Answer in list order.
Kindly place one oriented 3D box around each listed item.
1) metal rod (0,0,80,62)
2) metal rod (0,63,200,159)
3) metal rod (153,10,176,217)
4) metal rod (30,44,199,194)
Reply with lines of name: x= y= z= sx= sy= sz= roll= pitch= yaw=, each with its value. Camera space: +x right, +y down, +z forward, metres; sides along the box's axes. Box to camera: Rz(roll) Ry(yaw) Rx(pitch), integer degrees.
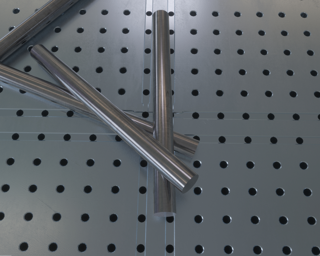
metal rod: x=-0.171 y=-0.176 z=0.475 sx=0.025 sy=0.025 sz=0.301 roll=41 pitch=75 yaw=13
metal rod: x=-0.092 y=-0.027 z=0.420 sx=0.301 sy=0.025 sz=0.025 roll=22 pitch=72 yaw=7
metal rod: x=0.003 y=-0.039 z=0.405 sx=0.025 sy=0.025 sz=0.299 roll=-1 pitch=62 yaw=0
metal rod: x=-0.073 y=-0.027 z=0.385 sx=0.025 sy=0.025 sz=0.300 roll=-44 pitch=62 yaw=-14
